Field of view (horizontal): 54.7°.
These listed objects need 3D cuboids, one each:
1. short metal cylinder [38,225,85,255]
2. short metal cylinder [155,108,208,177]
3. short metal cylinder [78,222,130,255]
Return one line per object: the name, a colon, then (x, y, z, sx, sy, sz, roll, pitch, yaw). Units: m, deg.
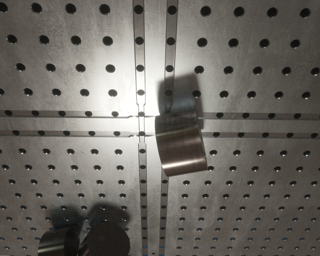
short metal cylinder: (-0.175, 0.223, 0.563, 0.050, 0.080, 0.080, -14, 129, 12)
short metal cylinder: (0.028, 0.018, 0.392, 0.050, 0.080, 0.080, -11, 129, 9)
short metal cylinder: (-0.101, 0.219, 0.560, 0.080, 0.080, 0.050, 21, 127, -18)
